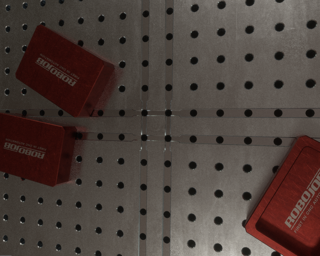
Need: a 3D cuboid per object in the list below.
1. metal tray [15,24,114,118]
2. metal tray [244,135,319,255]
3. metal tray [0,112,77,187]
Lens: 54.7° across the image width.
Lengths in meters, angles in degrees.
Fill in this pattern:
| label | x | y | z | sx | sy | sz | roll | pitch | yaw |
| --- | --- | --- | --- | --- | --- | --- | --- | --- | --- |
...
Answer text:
| label | x | y | z | sx | sy | sz | roll | pitch | yaw |
| --- | --- | --- | --- | --- | --- | --- | --- | --- | --- |
| metal tray | -0.143 | -0.084 | 0.459 | 0.130 | 0.030 | 0.090 | 32 | 100 | 16 |
| metal tray | 0.168 | 0.084 | 0.350 | 0.090 | 0.030 | 0.129 | 31 | 100 | 17 |
| metal tray | -0.198 | 0.030 | 0.478 | 0.130 | 0.030 | 0.089 | 11 | 94 | 19 |
